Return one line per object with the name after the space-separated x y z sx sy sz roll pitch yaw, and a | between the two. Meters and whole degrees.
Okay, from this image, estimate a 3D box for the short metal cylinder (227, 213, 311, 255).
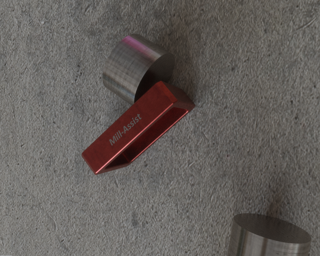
0.117 0.132 0.339 0.080 0.080 0.050 10 94 19 | short metal cylinder

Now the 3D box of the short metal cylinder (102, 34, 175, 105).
-0.025 -0.070 0.389 0.050 0.080 0.080 35 101 16 | short metal cylinder

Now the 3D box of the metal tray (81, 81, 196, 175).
-0.023 0.002 0.382 0.130 0.090 0.030 -42 77 15 | metal tray
